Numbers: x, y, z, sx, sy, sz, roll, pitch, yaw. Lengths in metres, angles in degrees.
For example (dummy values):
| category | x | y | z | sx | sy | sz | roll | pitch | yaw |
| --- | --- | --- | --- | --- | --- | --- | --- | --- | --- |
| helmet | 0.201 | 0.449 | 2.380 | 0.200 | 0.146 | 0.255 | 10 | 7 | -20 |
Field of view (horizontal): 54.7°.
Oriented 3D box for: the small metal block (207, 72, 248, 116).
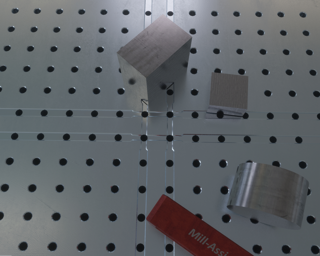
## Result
| category | x | y | z | sx | sy | sz | roll | pitch | yaw |
| --- | --- | --- | --- | --- | --- | --- | --- | --- | --- |
| small metal block | 0.093 | -0.047 | 0.429 | 0.050 | 0.025 | 0.050 | 7 | 70 | 2 |

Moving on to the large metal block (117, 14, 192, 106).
| category | x | y | z | sx | sy | sz | roll | pitch | yaw |
| --- | --- | --- | --- | --- | --- | --- | --- | --- | --- |
| large metal block | -0.006 | -0.088 | 0.415 | 0.050 | 0.080 | 0.080 | 42 | 75 | 14 |

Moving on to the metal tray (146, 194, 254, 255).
| category | x | y | z | sx | sy | sz | roll | pitch | yaw |
| --- | --- | --- | --- | --- | --- | --- | --- | --- | --- |
| metal tray | 0.048 | 0.125 | 0.331 | 0.130 | 0.090 | 0.030 | 33 | 74 | 11 |

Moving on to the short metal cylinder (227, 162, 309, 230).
| category | x | y | z | sx | sy | sz | roll | pitch | yaw |
| --- | --- | --- | --- | --- | --- | --- | --- | --- | --- |
| short metal cylinder | 0.123 | 0.078 | 0.355 | 0.080 | 0.080 | 0.050 | 18 | 71 | 6 |
